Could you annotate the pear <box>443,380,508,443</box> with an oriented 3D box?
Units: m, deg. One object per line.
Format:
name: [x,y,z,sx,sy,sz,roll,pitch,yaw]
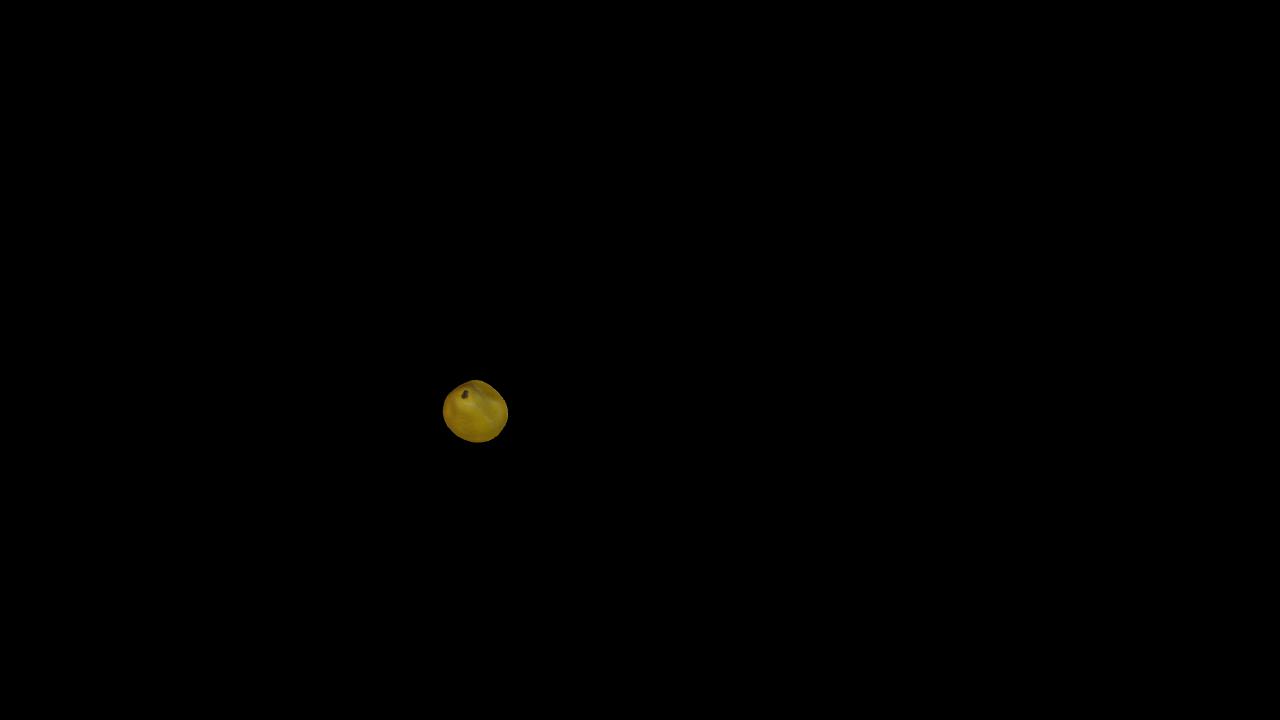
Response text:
pear: [-0.207,0.055,0.744,0.080,0.080,0.111,0,-26,8]
